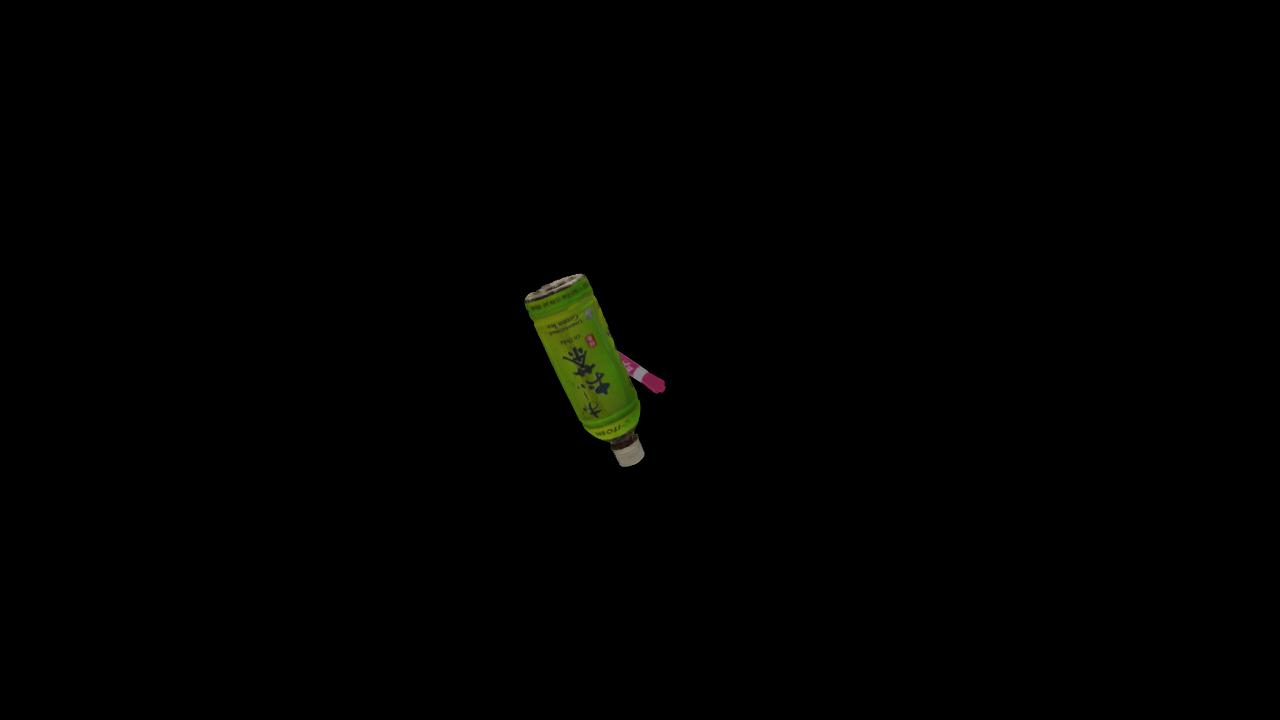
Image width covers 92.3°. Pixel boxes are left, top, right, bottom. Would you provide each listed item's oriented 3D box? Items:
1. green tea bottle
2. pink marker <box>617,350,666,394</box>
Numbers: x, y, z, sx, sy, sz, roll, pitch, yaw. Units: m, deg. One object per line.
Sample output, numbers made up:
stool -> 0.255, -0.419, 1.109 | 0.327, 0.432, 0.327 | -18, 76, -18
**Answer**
green tea bottle -> -0.048, 0.017, 0.650 | 0.073, 0.212, 0.073 | -21, 19, 7
pink marker -> -0.017, 0.006, 0.761 | 0.121, 0.020, 0.020 | 33, 17, 28
